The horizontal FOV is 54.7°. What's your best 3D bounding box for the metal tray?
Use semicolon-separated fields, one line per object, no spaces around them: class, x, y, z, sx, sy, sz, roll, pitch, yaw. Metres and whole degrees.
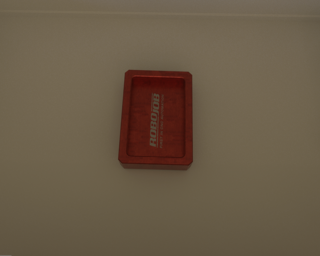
metal tray;-0.004;-0.012;0.408;0.091;0.030;0.130;2;70;0
